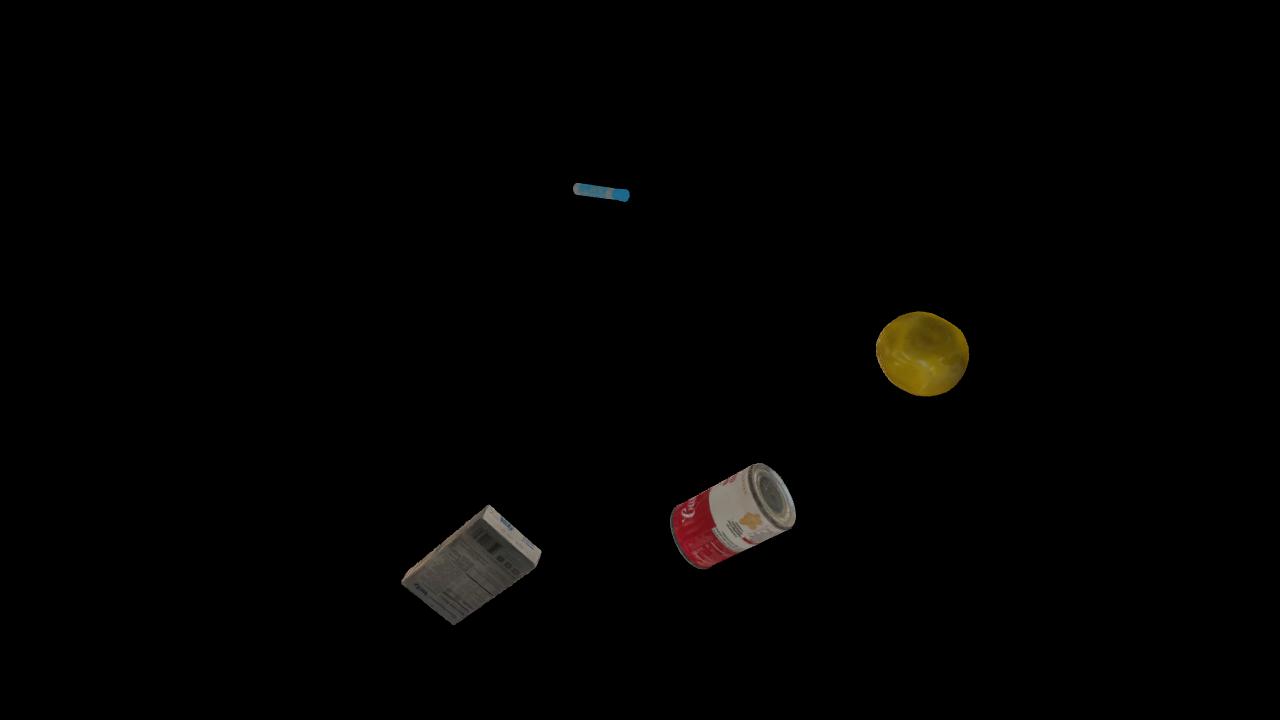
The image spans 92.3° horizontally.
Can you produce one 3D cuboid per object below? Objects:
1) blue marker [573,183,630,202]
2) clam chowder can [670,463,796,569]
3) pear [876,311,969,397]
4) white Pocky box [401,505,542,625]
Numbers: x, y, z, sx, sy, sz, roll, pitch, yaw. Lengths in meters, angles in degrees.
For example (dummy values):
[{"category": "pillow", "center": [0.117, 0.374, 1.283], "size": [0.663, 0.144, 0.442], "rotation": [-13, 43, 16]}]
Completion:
[{"category": "blue marker", "center": [-0.060, -0.263, 0.963], "size": [0.121, 0.020, 0.020], "rotation": [21, 14, 42]}, {"category": "clam chowder can", "center": [0.088, 0.149, 0.588], "size": [0.102, 0.068, 0.068], "rotation": [-36, -20, 29]}, {"category": "pear", "center": [0.265, 0.005, 0.588], "size": [0.080, 0.080, 0.111], "rotation": [0, -26, 18]}, {"category": "white Pocky box", "center": [-0.190, 0.233, 0.690], "size": [0.154, 0.084, 0.028], "rotation": [-40, 12, 23]}]
